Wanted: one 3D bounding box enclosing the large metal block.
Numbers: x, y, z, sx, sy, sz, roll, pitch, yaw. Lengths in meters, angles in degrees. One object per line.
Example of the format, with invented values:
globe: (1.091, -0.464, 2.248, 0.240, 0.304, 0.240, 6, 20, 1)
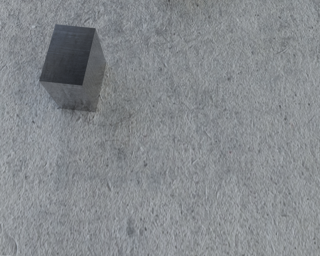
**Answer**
large metal block: (-0.109, -0.075, 0.405, 0.050, 0.080, 0.080, 6, 70, 2)
